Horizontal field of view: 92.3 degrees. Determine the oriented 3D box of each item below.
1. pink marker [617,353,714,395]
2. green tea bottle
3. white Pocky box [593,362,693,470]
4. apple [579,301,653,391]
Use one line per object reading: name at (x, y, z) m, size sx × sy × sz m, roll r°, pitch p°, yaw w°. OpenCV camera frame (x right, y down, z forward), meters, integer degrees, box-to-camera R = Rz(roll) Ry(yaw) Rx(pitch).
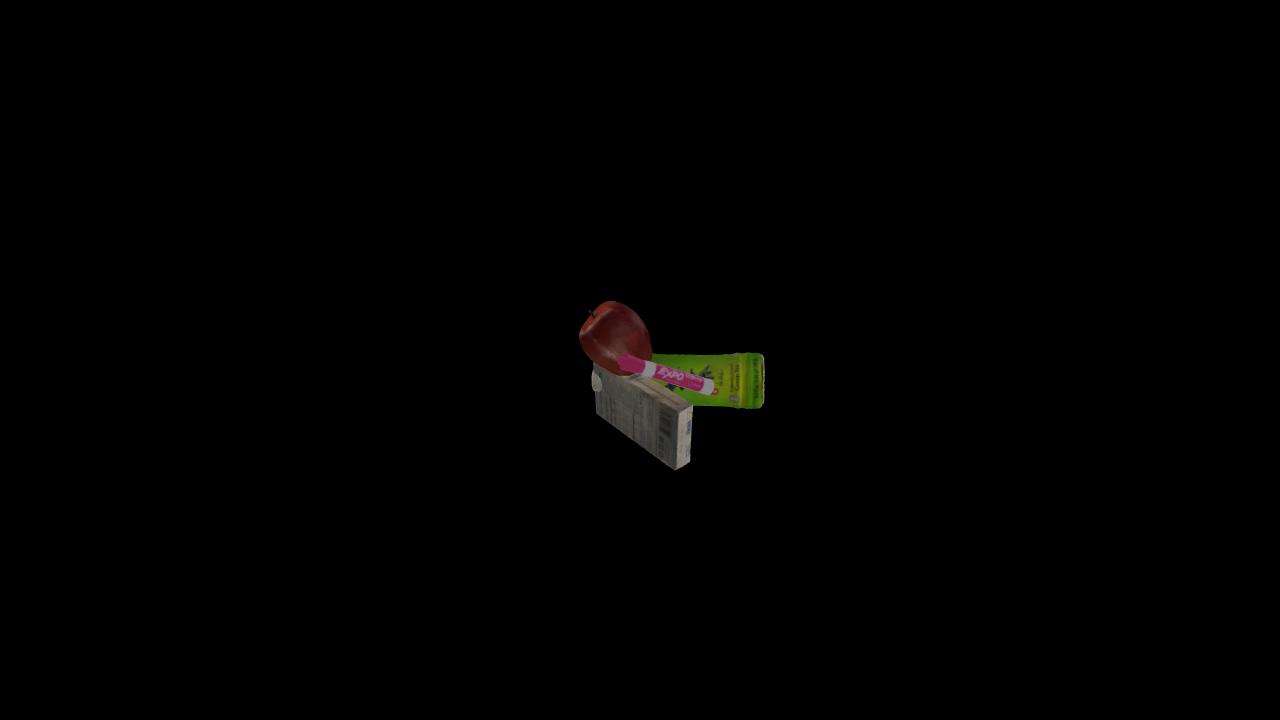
pink marker at (0.029, 0.016, 0.683) m, size 0.121 × 0.020 × 0.020 m, roll 17°, pitch -8°, yaw -27°
green tea bottle at (0.046, 0.026, 0.760) m, size 0.212 × 0.073 × 0.073 m, roll -2°, pitch 0°, yaw 8°
white Pocky box at (0.000, 0.059, 0.736) m, size 0.028 × 0.084 × 0.154 m, roll -23°, pitch 37°, yaw -34°
apple at (-0.027, -0.026, 0.727) m, size 0.093 × 0.079 × 0.079 m, roll 45°, pitch -14°, yaw -15°
